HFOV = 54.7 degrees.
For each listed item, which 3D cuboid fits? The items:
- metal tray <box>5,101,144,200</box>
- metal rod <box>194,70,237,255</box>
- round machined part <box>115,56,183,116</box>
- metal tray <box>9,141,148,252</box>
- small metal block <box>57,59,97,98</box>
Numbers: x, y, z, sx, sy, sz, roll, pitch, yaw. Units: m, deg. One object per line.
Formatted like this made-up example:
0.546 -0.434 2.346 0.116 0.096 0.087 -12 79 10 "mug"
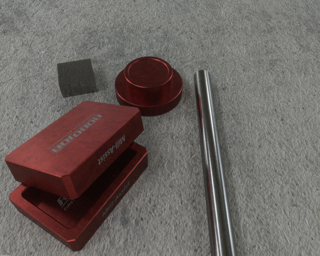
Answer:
-0.089 0.016 0.349 0.090 0.030 0.131 10 37 28 "metal tray"
0.063 0.036 0.373 0.025 0.025 0.300 1 50 0 "metal rod"
-0.016 -0.067 0.448 0.099 0.042 0.098 0 50 0 "round machined part"
-0.085 0.057 0.350 0.090 0.030 0.131 26 55 20 "metal tray"
-0.125 -0.075 0.465 0.050 0.025 0.050 -11 51 -10 "small metal block"
